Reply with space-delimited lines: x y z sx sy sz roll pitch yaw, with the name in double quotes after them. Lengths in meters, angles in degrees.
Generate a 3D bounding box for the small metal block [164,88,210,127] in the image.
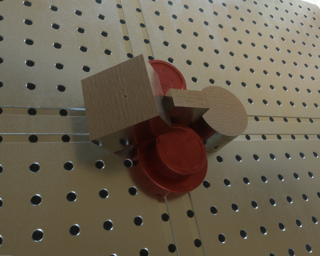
0.026 -0.024 0.392 0.050 0.050 0.025 1 61 -28 "small metal block"

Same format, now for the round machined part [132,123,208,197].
0.018 0.033 0.387 0.099 0.042 0.098 14 56 -21 "round machined part"

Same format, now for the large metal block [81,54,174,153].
-0.039 -0.027 0.361 0.050 0.080 0.080 44 28 -62 "large metal block"

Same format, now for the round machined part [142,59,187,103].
-0.003 -0.056 0.430 0.099 0.042 0.098 14 56 -21 "round machined part"

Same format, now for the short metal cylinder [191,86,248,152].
0.076 -0.013 0.439 0.081 0.050 0.080 14 56 -21 "short metal cylinder"
